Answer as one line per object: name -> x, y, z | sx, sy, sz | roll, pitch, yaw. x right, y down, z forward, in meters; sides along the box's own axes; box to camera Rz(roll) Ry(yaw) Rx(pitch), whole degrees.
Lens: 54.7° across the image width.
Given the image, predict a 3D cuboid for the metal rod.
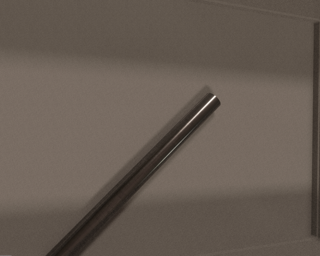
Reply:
metal rod -> -0.027, 0.062, 0.401 | 0.301, 0.025, 0.025 | -45, 104, -15
